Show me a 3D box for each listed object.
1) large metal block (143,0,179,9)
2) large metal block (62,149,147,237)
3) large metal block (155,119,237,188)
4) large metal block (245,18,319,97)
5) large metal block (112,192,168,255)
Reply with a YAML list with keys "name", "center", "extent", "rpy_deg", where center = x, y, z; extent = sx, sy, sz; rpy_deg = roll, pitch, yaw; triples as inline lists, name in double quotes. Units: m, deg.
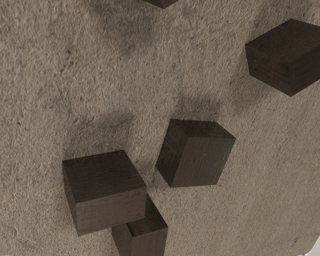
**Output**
- name: "large metal block"
  center: [-0.008, -0.160, 0.269]
  extent: [0.050, 0.080, 0.080]
  rpy_deg: [-34, 129, -7]
- name: "large metal block"
  center: [-0.070, 0.075, 0.381]
  extent: [0.081, 0.080, 0.050]
  rpy_deg: [-9, 123, -24]
- name: "large metal block"
  center: [0.049, 0.036, 0.442]
  extent: [0.081, 0.050, 0.079]
  rpy_deg: [3, 117, -30]
- name: "large metal block"
  center: [0.173, -0.096, 0.409]
  extent: [0.080, 0.080, 0.050]
  rpy_deg: [-30, 129, -9]
- name: "large metal block"
  center: [-0.033, 0.149, 0.447]
  extent: [0.050, 0.080, 0.079]
  rpy_deg: [-8, 122, -25]
